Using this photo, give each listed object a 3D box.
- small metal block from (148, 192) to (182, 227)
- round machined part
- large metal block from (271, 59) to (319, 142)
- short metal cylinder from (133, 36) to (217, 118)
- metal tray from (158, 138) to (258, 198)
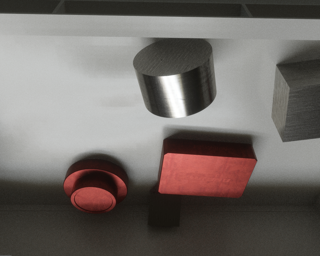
[{"bbox_3d":[0.007,0.130,0.502,0.050,0.025,0.050,5,86,-5],"label":"small metal block"},{"bbox_3d":[-0.100,0.096,0.478,0.099,0.042,0.097,-1,130,0],"label":"round machined part"},{"bbox_3d":[0.183,-0.033,0.367,0.080,0.050,0.080,-7,130,5],"label":"large metal block"},{"bbox_3d":[0.017,-0.055,0.326,0.080,0.080,0.050,-9,130,7],"label":"short metal cylinder"},{"bbox_3d":[0.066,0.061,0.459,0.131,0.030,0.089,4,130,-4],"label":"metal tray"}]
